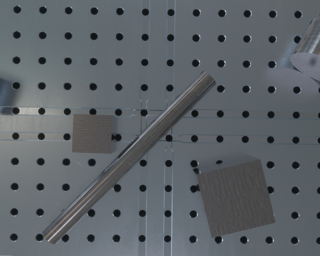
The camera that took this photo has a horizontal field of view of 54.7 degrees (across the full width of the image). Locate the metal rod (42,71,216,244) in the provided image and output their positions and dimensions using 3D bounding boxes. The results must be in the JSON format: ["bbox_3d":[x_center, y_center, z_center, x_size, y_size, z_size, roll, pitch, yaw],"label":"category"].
[{"bbox_3d":[-0.040,0.039,0.413,0.300,0.025,0.025,-45,90,0],"label":"metal rod"}]

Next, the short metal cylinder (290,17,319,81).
[{"bbox_3d":[0.214,-0.095,0.388,0.080,0.080,0.050,29,90,0],"label":"short metal cylinder"}]

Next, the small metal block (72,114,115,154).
[{"bbox_3d":[-0.088,0.007,0.413,0.050,0.025,0.050,2,90,0],"label":"small metal block"}]

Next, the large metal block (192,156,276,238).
[{"bbox_3d":[0.093,0.086,0.402,0.080,0.050,0.080,-13,90,0],"label":"large metal block"}]
